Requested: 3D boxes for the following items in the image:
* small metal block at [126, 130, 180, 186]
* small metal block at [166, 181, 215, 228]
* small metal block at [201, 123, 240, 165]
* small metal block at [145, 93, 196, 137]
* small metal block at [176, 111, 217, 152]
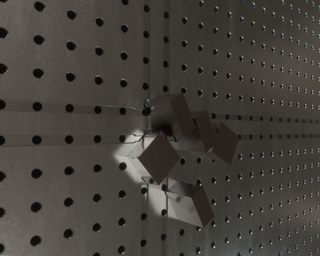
[{"bbox_3d":[-0.008,0.038,0.405,0.050,0.025,0.050,-50,120,-29],"label":"small metal block"},{"bbox_3d":[0.042,0.105,0.430,0.025,0.050,0.050,-35,112,-35],"label":"small metal block"},{"bbox_3d":[0.096,0.025,0.492,0.050,0.025,0.050,36,68,-35],"label":"small metal block"},{"bbox_3d":[0.013,-0.017,0.406,0.025,0.050,0.050,-34,112,-35],"label":"small metal block"},{"bbox_3d":[0.046,0.005,0.434,0.025,0.050,0.050,-32,110,-36],"label":"small metal block"}]
